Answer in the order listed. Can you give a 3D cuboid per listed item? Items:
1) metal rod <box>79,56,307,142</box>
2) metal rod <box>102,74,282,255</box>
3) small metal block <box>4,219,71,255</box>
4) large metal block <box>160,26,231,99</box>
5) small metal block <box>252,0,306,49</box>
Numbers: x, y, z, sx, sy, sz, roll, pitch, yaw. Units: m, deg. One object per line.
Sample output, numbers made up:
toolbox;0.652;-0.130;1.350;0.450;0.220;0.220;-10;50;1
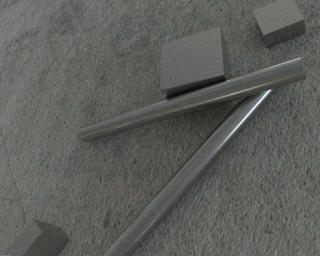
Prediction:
metal rod;0.019;-0.027;0.388;0.300;0.025;0.025;-15;55;26
metal rod;0.040;0.045;0.354;0.300;0.025;0.025;-48;52;-6
small metal block;-0.147;0.144;0.375;0.025;0.050;0.050;33;80;38
large metal block;0.049;-0.076;0.408;0.080;0.050;0.080;-11;57;22
small metal block;0.156;-0.139;0.407;0.050;0.025;0.050;-19;54;16
